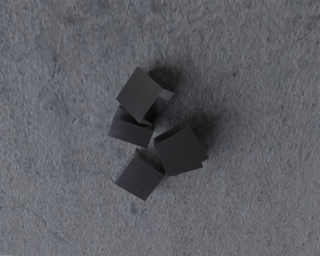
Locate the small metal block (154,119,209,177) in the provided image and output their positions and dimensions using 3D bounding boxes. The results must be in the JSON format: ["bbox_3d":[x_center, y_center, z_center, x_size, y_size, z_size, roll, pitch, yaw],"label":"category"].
[{"bbox_3d":[0.027,0.025,0.393,0.050,0.025,0.050,-30,108,10],"label":"small metal block"}]

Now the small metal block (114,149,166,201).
[{"bbox_3d":[-0.028,0.066,0.434,0.050,0.025,0.050,33,107,-12],"label":"small metal block"}]

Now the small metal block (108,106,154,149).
[{"bbox_3d":[-0.035,-0.002,0.395,0.050,0.050,0.025,19,109,-7],"label":"small metal block"}]

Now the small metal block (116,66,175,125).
[{"bbox_3d":[-0.019,-0.039,0.381,0.050,0.025,0.050,45,108,29],"label":"small metal block"}]

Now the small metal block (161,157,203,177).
[{"bbox_3d":[0.027,0.033,0.423,0.050,0.025,0.050,-16,110,5],"label":"small metal block"}]
